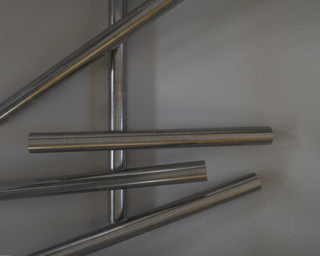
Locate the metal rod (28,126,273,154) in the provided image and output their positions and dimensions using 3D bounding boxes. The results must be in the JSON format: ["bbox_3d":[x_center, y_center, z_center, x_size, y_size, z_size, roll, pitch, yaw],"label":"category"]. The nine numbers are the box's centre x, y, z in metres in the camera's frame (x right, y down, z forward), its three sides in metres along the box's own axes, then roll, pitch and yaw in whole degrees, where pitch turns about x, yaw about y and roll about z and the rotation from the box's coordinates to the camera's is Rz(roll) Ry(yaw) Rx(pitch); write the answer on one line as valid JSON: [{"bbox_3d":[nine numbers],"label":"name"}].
[{"bbox_3d":[-0.005,0.014,0.391,0.302,0.025,0.025,-2,90,-8],"label":"metal rod"}]

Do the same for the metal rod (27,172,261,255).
[{"bbox_3d":[-0.014,0.118,0.393,0.302,0.025,0.025,-18,90,-7],"label":"metal rod"}]

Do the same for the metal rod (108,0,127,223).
[{"bbox_3d":[-0.056,-0.026,0.410,0.025,0.025,0.298,0,90,0],"label":"metal rod"}]

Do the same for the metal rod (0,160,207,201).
[{"bbox_3d":[-0.093,0.069,0.389,0.301,0.025,0.025,-7,90,8],"label":"metal rod"}]

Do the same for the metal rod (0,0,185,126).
[{"bbox_3d":[-0.091,-0.093,0.390,0.300,0.025,0.025,-32,90,8],"label":"metal rod"}]
